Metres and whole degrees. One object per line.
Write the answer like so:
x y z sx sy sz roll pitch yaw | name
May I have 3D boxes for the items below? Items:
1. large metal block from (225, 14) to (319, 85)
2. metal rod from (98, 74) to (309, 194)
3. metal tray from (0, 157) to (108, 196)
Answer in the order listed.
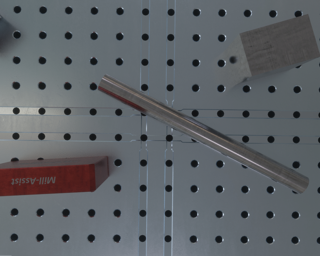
0.135 -0.093 0.387 0.080 0.080 0.050 -16 90 0 | large metal block
0.058 0.008 0.413 0.301 0.025 0.025 27 90 0 | metal rod
-0.136 0.057 0.379 0.131 0.090 0.030 -3 90 0 | metal tray
